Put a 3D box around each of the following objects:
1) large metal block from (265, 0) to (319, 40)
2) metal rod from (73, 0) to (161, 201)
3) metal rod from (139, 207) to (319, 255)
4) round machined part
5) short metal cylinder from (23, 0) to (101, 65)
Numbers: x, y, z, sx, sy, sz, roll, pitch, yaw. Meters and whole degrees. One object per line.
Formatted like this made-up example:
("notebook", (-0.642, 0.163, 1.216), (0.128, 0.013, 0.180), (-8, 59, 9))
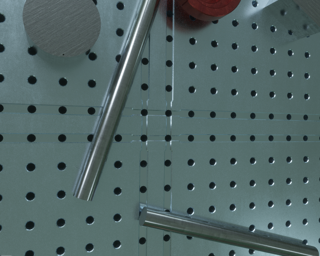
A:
("large metal block", (0.225, -0.200, 0.482), (0.080, 0.050, 0.080), (35, 79, -17))
("metal rod", (-0.048, -0.056, 0.394), (0.025, 0.025, 0.299), (20, 83, -19))
("metal rod", (0.113, 0.160, 0.454), (0.302, 0.025, 0.025), (18, 84, -19))
("round machined part", (0.062, -0.195, 0.426), (0.099, 0.042, 0.097), (0, 90, -20))
("short metal cylinder", (-0.113, -0.117, 0.357), (0.081, 0.050, 0.080), (0, 90, -20))
